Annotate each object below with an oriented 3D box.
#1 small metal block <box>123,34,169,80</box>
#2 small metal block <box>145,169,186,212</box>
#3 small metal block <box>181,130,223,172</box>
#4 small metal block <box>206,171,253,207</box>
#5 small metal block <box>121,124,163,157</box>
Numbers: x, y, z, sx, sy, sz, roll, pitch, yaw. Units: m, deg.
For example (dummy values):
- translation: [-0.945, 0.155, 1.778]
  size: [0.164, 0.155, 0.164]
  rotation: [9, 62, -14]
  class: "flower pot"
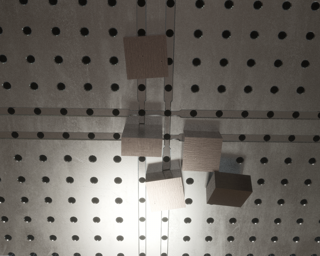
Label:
- translation: [-0.016, -0.088, 0.381]
  size: [0.050, 0.025, 0.050]
  rotation: [-4, 110, 1]
  class: "small metal block"
- translation: [0.008, 0.090, 0.447]
  size: [0.050, 0.025, 0.050]
  rotation: [-9, 110, 2]
  class: "small metal block"
- translation: [0.056, 0.032, 0.426]
  size: [0.050, 0.025, 0.050]
  rotation: [3, 110, -2]
  class: "small metal block"
- translation: [0.096, 0.087, 0.435]
  size: [0.050, 0.025, 0.050]
  rotation: [7, 141, -3]
  class: "small metal block"
- translation: [-0.023, 0.015, 0.405]
  size: [0.050, 0.050, 0.025]
  rotation: [2, 110, -1]
  class: "small metal block"
